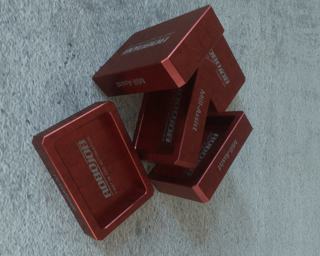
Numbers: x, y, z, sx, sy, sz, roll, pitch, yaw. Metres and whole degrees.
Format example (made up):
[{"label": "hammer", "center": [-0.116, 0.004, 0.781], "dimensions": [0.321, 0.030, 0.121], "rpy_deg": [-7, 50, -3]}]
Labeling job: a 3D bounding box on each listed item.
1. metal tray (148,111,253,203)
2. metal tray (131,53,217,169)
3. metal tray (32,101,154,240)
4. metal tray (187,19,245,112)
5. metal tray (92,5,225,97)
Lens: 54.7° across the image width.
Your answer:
[{"label": "metal tray", "center": [0.054, 0.032, 0.411], "dimensions": [0.130, 0.090, 0.030], "rpy_deg": [-51, 121, -28]}, {"label": "metal tray", "center": [0.014, -0.020, 0.377], "dimensions": [0.030, 0.090, 0.129], "rpy_deg": [21, 77, -39]}, {"label": "metal tray", "center": [-0.068, 0.046, 0.347], "dimensions": [0.091, 0.030, 0.129], "rpy_deg": [-36, 112, -34]}, {"label": "metal tray", "center": [0.073, -0.094, 0.466], "dimensions": [0.090, 0.030, 0.130], "rpy_deg": [-52, 121, -27]}, {"label": "metal tray", "center": [-0.007, -0.078, 0.334], "dimensions": [0.030, 0.130, 0.090], "rpy_deg": [52, 59, -28]}]
